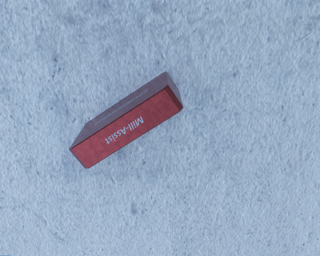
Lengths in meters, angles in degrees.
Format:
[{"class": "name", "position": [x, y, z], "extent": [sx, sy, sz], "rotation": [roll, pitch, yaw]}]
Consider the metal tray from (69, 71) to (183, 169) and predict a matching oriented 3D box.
[{"class": "metal tray", "position": [-0.038, -0.013, 0.369], "extent": [0.130, 0.090, 0.030], "rotation": [-32, 107, 10]}]
